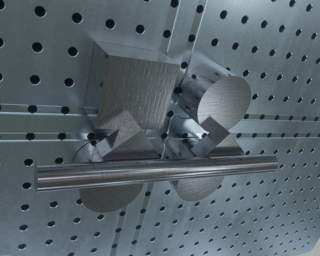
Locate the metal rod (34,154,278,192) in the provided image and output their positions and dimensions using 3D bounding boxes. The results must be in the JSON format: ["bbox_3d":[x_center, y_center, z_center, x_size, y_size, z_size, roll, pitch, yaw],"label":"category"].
[{"bbox_3d":[0.020,0.047,0.353,0.303,0.025,0.025,1,118,-29],"label":"metal rod"}]

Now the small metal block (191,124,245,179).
[{"bbox_3d":[0.077,0.031,0.408,0.050,0.025,0.050,-42,130,1],"label":"small metal block"}]

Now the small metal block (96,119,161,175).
[{"bbox_3d":[-0.034,0.027,0.344,0.050,0.025,0.050,-35,129,-6],"label":"small metal block"}]

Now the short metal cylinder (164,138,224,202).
[{"bbox_3d":[0.050,0.062,0.460,0.081,0.050,0.079,-14,124,-21],"label":"short metal cylinder"}]

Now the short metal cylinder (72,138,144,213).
[{"bbox_3d":[-0.067,0.060,0.394,0.081,0.050,0.079,-14,124,-21],"label":"short metal cylinder"}]

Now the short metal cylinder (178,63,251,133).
[{"bbox_3d":[0.072,-0.040,0.409,0.081,0.050,0.079,-14,124,-21],"label":"short metal cylinder"}]

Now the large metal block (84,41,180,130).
[{"bbox_3d":[-0.034,-0.045,0.348,0.081,0.050,0.079,1,118,-29],"label":"large metal block"}]
